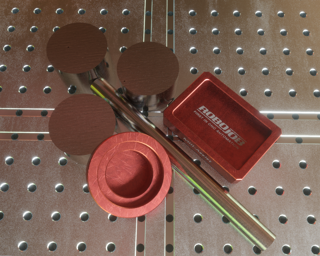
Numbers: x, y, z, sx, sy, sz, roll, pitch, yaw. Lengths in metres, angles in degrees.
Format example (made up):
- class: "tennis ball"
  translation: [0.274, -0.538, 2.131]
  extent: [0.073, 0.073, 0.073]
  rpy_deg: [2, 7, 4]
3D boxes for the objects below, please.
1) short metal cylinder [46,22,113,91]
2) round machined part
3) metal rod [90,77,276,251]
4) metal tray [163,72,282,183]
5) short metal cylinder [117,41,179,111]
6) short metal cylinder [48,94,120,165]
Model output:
- class: "short metal cylinder"
  translation: [-0.110, -0.099, 0.434]
  extent: [0.081, 0.050, 0.080]
  rpy_deg: [0, 70, 0]
- class: "round machined part"
  translation: [-0.039, 0.054, 0.371]
  extent: [0.099, 0.042, 0.097]
  rpy_deg: [1, 85, -18]
- class: "metal rod"
  translation: [0.020, 0.037, 0.399]
  extent: [0.300, 0.025, 0.025]
  rpy_deg: [42, 75, 14]
- class: "metal tray"
  translation: [0.079, -0.003, 0.409]
  extent: [0.130, 0.030, 0.090]
  rpy_deg: [42, 76, 13]
- class: "short metal cylinder"
  translation: [-0.015, -0.070, 0.423]
  extent: [0.081, 0.050, 0.080]
  rpy_deg: [0, 70, 0]
- class: "short metal cylinder"
  translation: [-0.094, 0.003, 0.396]
  extent: [0.081, 0.050, 0.080]
  rpy_deg: [0, 70, 0]
